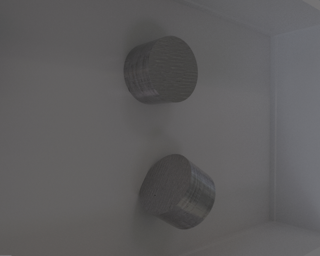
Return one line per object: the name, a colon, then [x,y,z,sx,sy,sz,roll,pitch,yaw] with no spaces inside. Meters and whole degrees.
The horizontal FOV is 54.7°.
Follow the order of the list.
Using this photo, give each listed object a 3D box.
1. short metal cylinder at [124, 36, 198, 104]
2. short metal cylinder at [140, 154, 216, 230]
short metal cylinder: [0.002,-0.071,0.391,0.081,0.050,0.080,0,90,-40]
short metal cylinder: [0.022,0.080,0.389,0.050,0.080,0.080,39,66,-33]
